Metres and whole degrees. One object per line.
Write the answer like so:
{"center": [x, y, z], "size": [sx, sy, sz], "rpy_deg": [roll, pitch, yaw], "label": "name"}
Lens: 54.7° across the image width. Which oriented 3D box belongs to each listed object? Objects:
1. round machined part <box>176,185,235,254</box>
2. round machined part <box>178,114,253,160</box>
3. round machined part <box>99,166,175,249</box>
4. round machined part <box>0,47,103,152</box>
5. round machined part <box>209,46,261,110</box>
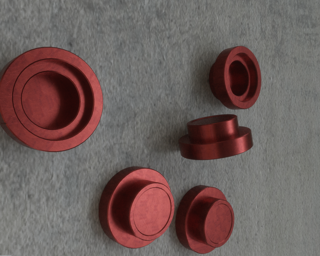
{"center": [0.073, 0.136, 0.458], "size": [0.099, 0.042, 0.097], "rpy_deg": [0, 90, -40], "label": "round machined part"}
{"center": [0.073, 0.008, 0.421], "size": [0.099, 0.098, 0.042], "rpy_deg": [-18, 102, -39], "label": "round machined part"}
{"center": [-0.021, 0.098, 0.378], "size": [0.099, 0.042, 0.097], "rpy_deg": [0, 90, -40], "label": "round machined part"}
{"center": [-0.110, -0.026, 0.303], "size": [0.099, 0.042, 0.097], "rpy_deg": [0, 90, -40], "label": "round machined part"}
{"center": [0.116, -0.078, 0.494], "size": [0.099, 0.042, 0.097], "rpy_deg": [0, 90, -40], "label": "round machined part"}
